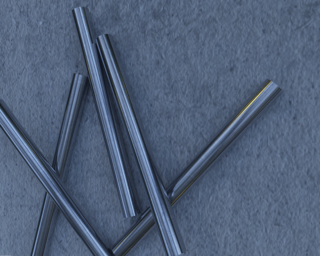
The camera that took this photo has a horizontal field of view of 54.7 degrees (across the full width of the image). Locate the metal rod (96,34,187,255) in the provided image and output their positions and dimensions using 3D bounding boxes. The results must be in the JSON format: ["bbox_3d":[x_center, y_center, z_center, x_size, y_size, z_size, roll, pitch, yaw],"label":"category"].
[{"bbox_3d":[-0.029,0.012,0.401,0.025,0.025,0.299,-24,76,18],"label":"metal rod"}]

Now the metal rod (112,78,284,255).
[{"bbox_3d":[0.039,0.060,0.394,0.025,0.025,0.299,44,103,14],"label":"metal rod"}]

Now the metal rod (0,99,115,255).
[{"bbox_3d":[-0.145,0.086,0.434,0.025,0.025,0.299,-37,88,16],"label":"metal rod"}]

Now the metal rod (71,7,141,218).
[{"bbox_3d":[-0.076,-0.025,0.434,0.025,0.025,0.298,-17,84,19],"label":"metal rod"}]

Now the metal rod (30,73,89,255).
[{"bbox_3d":[-0.151,0.067,0.460,0.025,0.025,0.298,17,95,19],"label":"metal rod"}]
